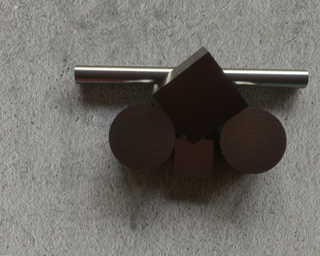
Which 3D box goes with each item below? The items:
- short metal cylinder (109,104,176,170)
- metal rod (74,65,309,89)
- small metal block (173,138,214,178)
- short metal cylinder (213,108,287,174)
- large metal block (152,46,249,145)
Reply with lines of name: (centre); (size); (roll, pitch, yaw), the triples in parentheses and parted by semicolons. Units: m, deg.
short metal cylinder: (-0.021, 0.011, 0.398); (0.081, 0.050, 0.079); (0, 90, 0)
metal rod: (0.041, -0.068, 0.411); (0.302, 0.025, 0.025); (1, 90, 0)
small metal block: (0.044, 0.039, 0.412); (0.050, 0.025, 0.050); (2, 90, 0)
short metal cylinder: (0.113, 0.016, 0.399); (0.081, 0.050, 0.079); (0, 90, 0)
large metal block: (0.047, -0.041, 0.381); (0.080, 0.050, 0.080); (-37, 107, 13)
